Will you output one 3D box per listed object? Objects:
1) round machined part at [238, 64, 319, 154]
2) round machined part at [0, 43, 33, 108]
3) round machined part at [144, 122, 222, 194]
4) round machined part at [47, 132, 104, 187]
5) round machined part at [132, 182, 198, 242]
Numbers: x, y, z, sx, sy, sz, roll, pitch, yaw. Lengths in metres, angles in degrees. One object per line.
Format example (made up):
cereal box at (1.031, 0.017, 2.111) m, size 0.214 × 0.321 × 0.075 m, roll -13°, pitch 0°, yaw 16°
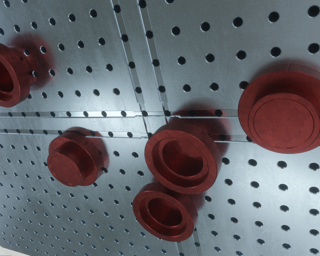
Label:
round machined part at (0.130, -0.013, 0.323) m, size 0.098 × 0.042 × 0.097 m, roll 13°, pitch 124°, yaw 21°
round machined part at (-0.237, -0.084, 0.475) m, size 0.098 × 0.042 × 0.097 m, roll 13°, pitch 124°, yaw 21°
round machined part at (0.033, 0.035, 0.405) m, size 0.098 × 0.042 × 0.097 m, roll 13°, pitch 124°, yaw 21°
round machined part at (-0.146, 0.058, 0.515) m, size 0.098 × 0.042 × 0.097 m, roll 13°, pitch 124°, yaw 21°
round machined part at (0.011, 0.121, 0.470) m, size 0.098 × 0.042 × 0.097 m, roll 13°, pitch 124°, yaw 21°
